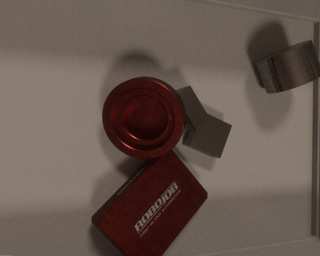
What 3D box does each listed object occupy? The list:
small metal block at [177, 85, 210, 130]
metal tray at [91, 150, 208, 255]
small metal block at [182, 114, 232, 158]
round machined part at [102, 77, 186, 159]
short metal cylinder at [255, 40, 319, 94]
[{"bbox_3d":[0.031,-0.025,0.409,0.025,0.050,0.050,-37,103,-21],"label":"small metal block"},{"bbox_3d":[-0.009,0.100,0.394,0.131,0.030,0.090,-45,104,-25],"label":"metal tray"},{"bbox_3d":[0.067,0.010,0.437,0.050,0.025,0.050,24,82,-19],"label":"small metal block"},{"bbox_3d":[-0.017,-0.014,0.380,0.098,0.042,0.097,3,106,11],"label":"round machined part"},{"bbox_3d":[0.187,-0.089,0.452,0.081,0.080,0.050,-26,99,-18],"label":"short metal cylinder"}]
